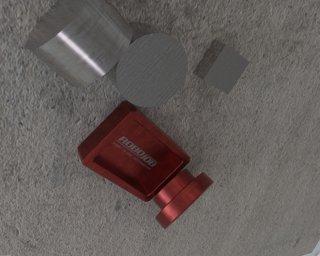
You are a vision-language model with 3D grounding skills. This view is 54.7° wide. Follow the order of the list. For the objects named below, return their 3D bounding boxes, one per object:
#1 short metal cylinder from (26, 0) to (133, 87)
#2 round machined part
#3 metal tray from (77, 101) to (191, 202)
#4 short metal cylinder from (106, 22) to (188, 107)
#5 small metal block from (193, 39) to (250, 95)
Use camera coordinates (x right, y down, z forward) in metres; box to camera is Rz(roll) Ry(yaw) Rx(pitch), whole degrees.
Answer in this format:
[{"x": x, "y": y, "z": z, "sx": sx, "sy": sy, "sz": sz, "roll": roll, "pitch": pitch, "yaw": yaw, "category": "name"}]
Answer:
[{"x": -0.072, "y": -0.084, "z": 0.280, "sx": 0.080, "sy": 0.080, "sz": 0.050, "roll": -44, "pitch": 129, "yaw": 2, "category": "short metal cylinder"}, {"x": 0.029, "y": 0.098, "z": 0.452, "sx": 0.098, "sy": 0.042, "sz": 0.098, "roll": -41, "pitch": 165, "yaw": -13, "category": "round machined part"}, {"x": -0.030, "y": 0.036, "z": 0.409, "sx": 0.090, "sy": 0.030, "sz": 0.130, "roll": -45, "pitch": 129, "yaw": 3, "category": "metal tray"}, {"x": -0.017, "y": -0.069, "z": 0.339, "sx": 0.081, "sy": 0.050, "sz": 0.079, "roll": -14, "pitch": 124, "yaw": -21, "category": "short metal cylinder"}, {"x": 0.080, "y": -0.078, "z": 0.402, "sx": 0.050, "sy": 0.025, "sz": 0.050, "roll": 22, "pitch": 106, "yaw": -37, "category": "small metal block"}]
